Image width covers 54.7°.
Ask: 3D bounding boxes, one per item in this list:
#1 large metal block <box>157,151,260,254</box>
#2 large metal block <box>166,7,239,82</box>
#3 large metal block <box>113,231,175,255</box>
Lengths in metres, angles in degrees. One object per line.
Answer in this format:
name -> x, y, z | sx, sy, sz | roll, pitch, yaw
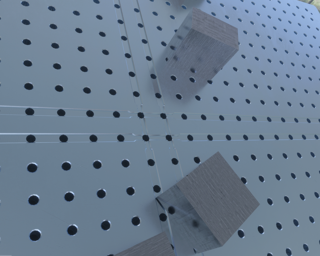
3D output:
large metal block -> 0.058, 0.087, 0.372 | 0.081, 0.050, 0.080 | -30, 79, -38
large metal block -> 0.066, -0.129, 0.489 | 0.081, 0.080, 0.050 | 19, 55, -18
large metal block -> -0.022, 0.154, 0.287 | 0.081, 0.050, 0.080 | -14, 69, -34
